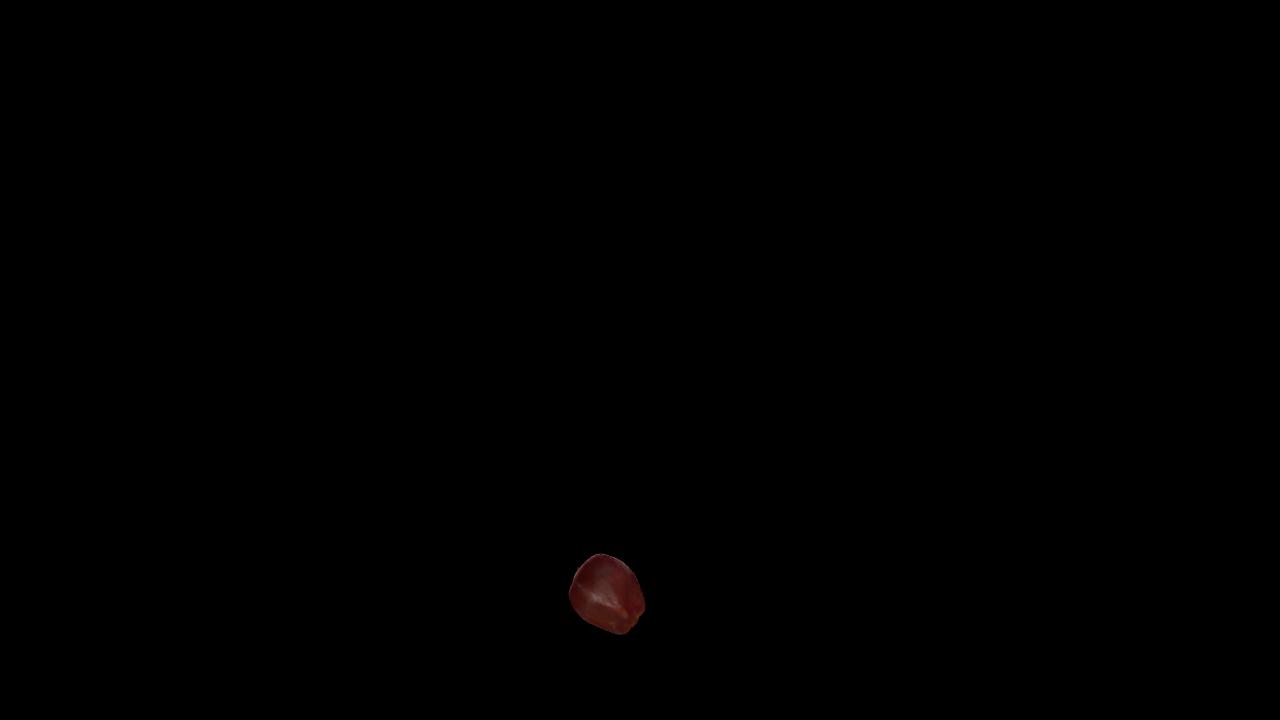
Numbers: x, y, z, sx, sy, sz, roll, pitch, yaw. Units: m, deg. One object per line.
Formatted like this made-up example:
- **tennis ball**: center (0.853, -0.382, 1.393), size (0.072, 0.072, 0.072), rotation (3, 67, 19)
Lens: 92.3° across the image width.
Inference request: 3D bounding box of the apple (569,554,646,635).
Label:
- **apple**: center (-0.038, 0.270, 0.715), size (0.093, 0.079, 0.079), rotation (33, 12, 20)
